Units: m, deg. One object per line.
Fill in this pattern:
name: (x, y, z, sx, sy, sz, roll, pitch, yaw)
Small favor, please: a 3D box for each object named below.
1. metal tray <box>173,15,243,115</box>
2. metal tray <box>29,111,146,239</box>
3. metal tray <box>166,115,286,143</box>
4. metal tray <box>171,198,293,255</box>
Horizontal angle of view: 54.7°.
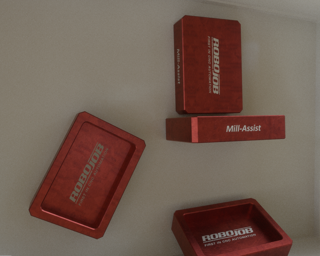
metal tray: (0.068, -0.085, 0.432, 0.091, 0.030, 0.129, -2, 91, -20)
metal tray: (-0.086, 0.056, 0.376, 0.090, 0.030, 0.130, 28, 81, -18)
metal tray: (0.083, 0.000, 0.406, 0.131, 0.090, 0.030, -2, 91, -20)
metal tray: (0.091, 0.140, 0.407, 0.131, 0.090, 0.030, -4, 119, -20)
